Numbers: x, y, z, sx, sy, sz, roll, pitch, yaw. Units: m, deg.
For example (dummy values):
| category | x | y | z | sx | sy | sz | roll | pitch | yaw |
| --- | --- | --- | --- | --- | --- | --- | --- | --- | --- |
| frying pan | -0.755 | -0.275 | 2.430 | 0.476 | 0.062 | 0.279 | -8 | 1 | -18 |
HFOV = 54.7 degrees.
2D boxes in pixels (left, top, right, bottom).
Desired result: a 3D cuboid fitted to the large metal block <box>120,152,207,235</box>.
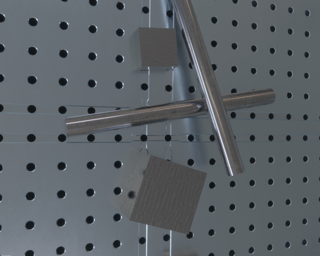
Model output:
| category | x | y | z | sx | sy | sz | roll | pitch | yaw |
| --- | --- | --- | --- | --- | --- | --- | --- | --- | --- |
| large metal block | 0.004 | 0.082 | 0.401 | 0.080 | 0.050 | 0.080 | 20 | 83 | -19 |

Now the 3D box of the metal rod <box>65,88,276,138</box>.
| category | x | y | z | sx | sy | sz | roll | pitch | yaw |
| --- | --- | --- | --- | --- | --- | --- | --- | --- | --- |
| metal rod | 0.028 | -0.025 | 0.422 | 0.302 | 0.025 | 0.025 | -10 | 94 | -20 |

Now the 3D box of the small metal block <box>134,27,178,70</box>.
| category | x | y | z | sx | sy | sz | roll | pitch | yaw |
| --- | --- | --- | --- | --- | --- | --- | --- | --- | --- |
| small metal block | -0.005 | -0.104 | 0.410 | 0.050 | 0.025 | 0.050 | -5 | 92 | -20 |

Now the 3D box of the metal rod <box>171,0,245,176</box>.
| category | x | y | z | sx | sy | sz | roll | pitch | yaw |
| --- | --- | --- | --- | --- | --- | --- | --- | --- | --- |
| metal rod | 0.056 | -0.083 | 0.412 | 0.025 | 0.025 | 0.298 | -17 | 88 | -19 |
